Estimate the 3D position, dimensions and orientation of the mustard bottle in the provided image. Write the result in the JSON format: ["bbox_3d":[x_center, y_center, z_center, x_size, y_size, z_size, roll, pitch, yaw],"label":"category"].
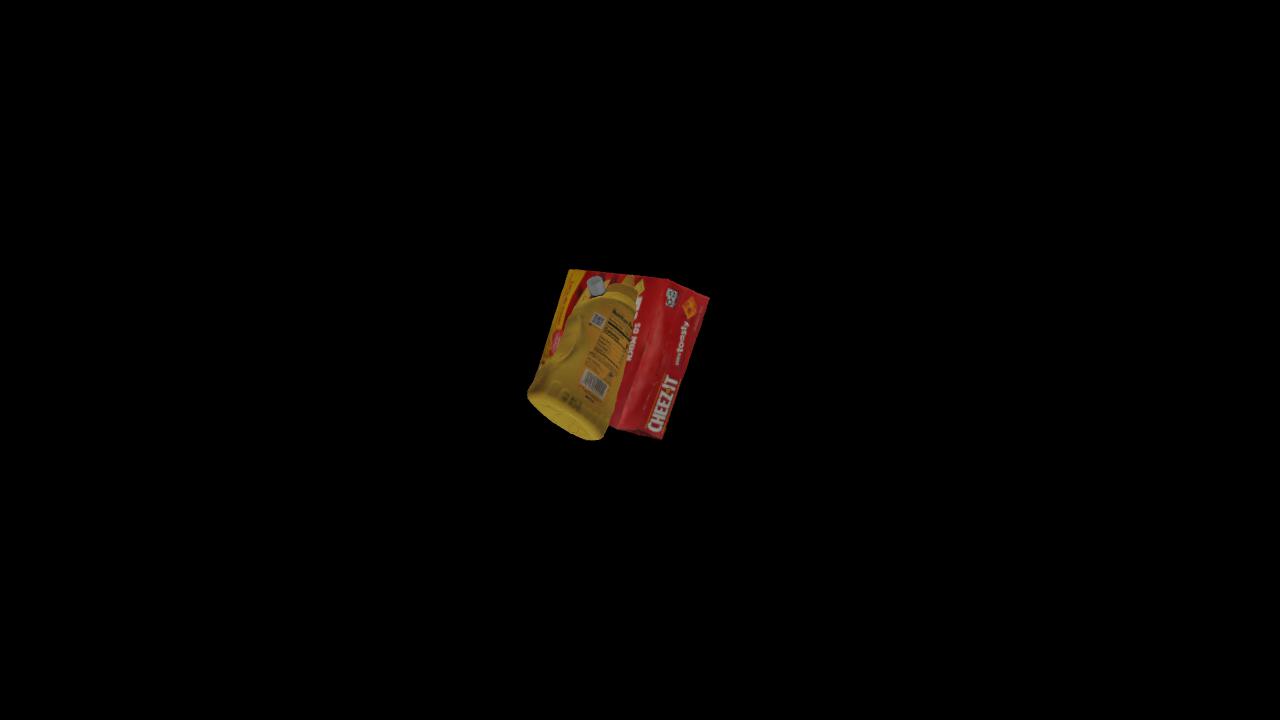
[{"bbox_3d":[-0.040,-0.015,0.642,0.092,0.184,0.054,38,-30,-26],"label":"mustard bottle"}]

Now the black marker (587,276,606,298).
[{"bbox_3d":[-0.038,-0.044,0.728,0.020,0.121,0.020,-10,39,8],"label":"black marker"}]

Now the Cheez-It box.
[{"bbox_3d":[-0.033,-0.016,0.727,0.071,0.166,0.223,19,-2,-35],"label":"Cheez-It box"}]
